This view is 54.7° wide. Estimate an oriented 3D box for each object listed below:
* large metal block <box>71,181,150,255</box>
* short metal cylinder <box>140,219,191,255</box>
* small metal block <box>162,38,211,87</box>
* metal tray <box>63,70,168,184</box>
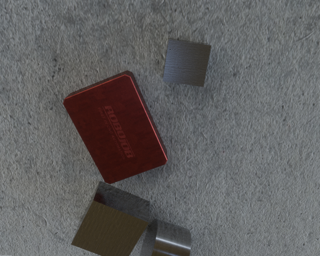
[{"bbox_3d":[-0.069,0.136,0.446,0.080,0.050,0.080,25,108,-9],"label":"large metal block"},{"bbox_3d":[0.006,0.178,0.446,0.050,0.080,0.079,20,109,-8],"label":"short metal cylinder"},{"bbox_3d":[0.032,-0.081,0.381,0.050,0.025,0.050,7,110,-3],"label":"small metal block"},{"bbox_3d":[-0.055,0.001,0.407,0.090,0.030,0.129,-21,109,7],"label":"metal tray"}]
